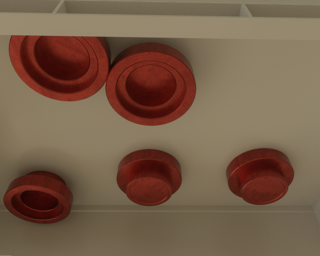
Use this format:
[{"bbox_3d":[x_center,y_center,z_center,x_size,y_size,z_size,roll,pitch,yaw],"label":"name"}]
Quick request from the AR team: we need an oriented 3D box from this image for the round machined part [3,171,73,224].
[{"bbox_3d":[-0.185,0.105,0.484,0.099,0.042,0.097,-1,130,0],"label":"round machined part"}]

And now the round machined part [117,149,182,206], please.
[{"bbox_3d":[-0.016,0.081,0.467,0.099,0.042,0.097,-1,130,0],"label":"round machined part"}]

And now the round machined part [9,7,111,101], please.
[{"bbox_3d":[-0.101,-0.080,0.328,0.099,0.042,0.097,0,130,0],"label":"round machined part"}]

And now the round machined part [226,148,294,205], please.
[{"bbox_3d":[0.153,0.080,0.468,0.099,0.042,0.097,-1,130,0],"label":"round machined part"}]

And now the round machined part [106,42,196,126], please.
[{"bbox_3d":[-0.010,-0.053,0.353,0.099,0.042,0.097,-1,130,0],"label":"round machined part"}]
